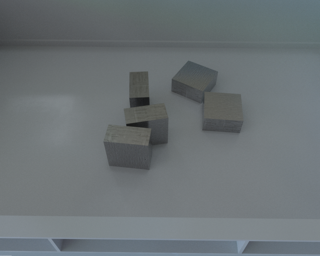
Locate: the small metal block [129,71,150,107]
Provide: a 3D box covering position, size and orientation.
[{"bbox_3d":[-0.027,-0.041,0.423,0.025,0.050,0.050,-3,50,-2],"label":"small metal block"}]

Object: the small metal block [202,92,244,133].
[{"bbox_3d":[0.085,-0.022,0.424,0.050,0.025,0.050,4,50,3],"label":"small metal block"}]

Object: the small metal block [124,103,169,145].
[{"bbox_3d":[-0.017,-0.002,0.390,0.050,0.050,0.025,-8,51,-7],"label":"small metal block"}]

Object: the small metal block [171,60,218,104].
[{"bbox_3d":[0.052,-0.070,0.464,0.050,0.025,0.050,26,54,20],"label":"small metal block"}]

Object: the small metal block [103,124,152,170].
[{"bbox_3d":[-0.036,0.024,0.369,0.050,0.050,0.025,5,50,4],"label":"small metal block"}]
